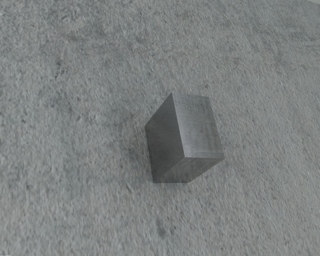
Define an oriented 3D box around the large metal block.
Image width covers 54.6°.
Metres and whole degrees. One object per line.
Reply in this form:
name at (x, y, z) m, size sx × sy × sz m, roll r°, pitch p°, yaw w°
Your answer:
large metal block at (0.025, 0.015, 0.373) m, size 0.050 × 0.080 × 0.080 m, roll 5°, pitch 60°, yaw -26°
